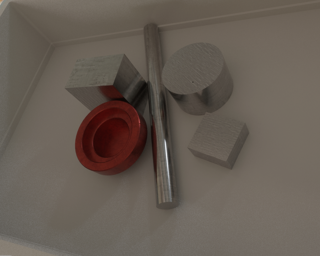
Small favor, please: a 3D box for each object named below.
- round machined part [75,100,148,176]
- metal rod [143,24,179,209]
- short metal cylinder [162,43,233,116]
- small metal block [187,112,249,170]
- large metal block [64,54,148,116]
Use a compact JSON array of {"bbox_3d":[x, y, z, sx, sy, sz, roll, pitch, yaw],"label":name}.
[{"bbox_3d":[-0.060,0.016,0.411,0.098,0.042,0.098,-11,62,22],"label":"round machined part"},{"bbox_3d":[-0.003,-0.038,0.429,0.025,0.025,0.299,-17,55,18],"label":"metal rod"},{"bbox_3d":[0.049,-0.063,0.402,0.080,0.050,0.080,-13,56,20],"label":"short metal cylinder"},{"bbox_3d":[0.068,0.014,0.361,0.050,0.025,0.050,19,71,35],"label":"small metal block"},{"bbox_3d":[-0.071,-0.056,0.440,0.080,0.080,0.050,1,62,28],"label":"large metal block"}]
